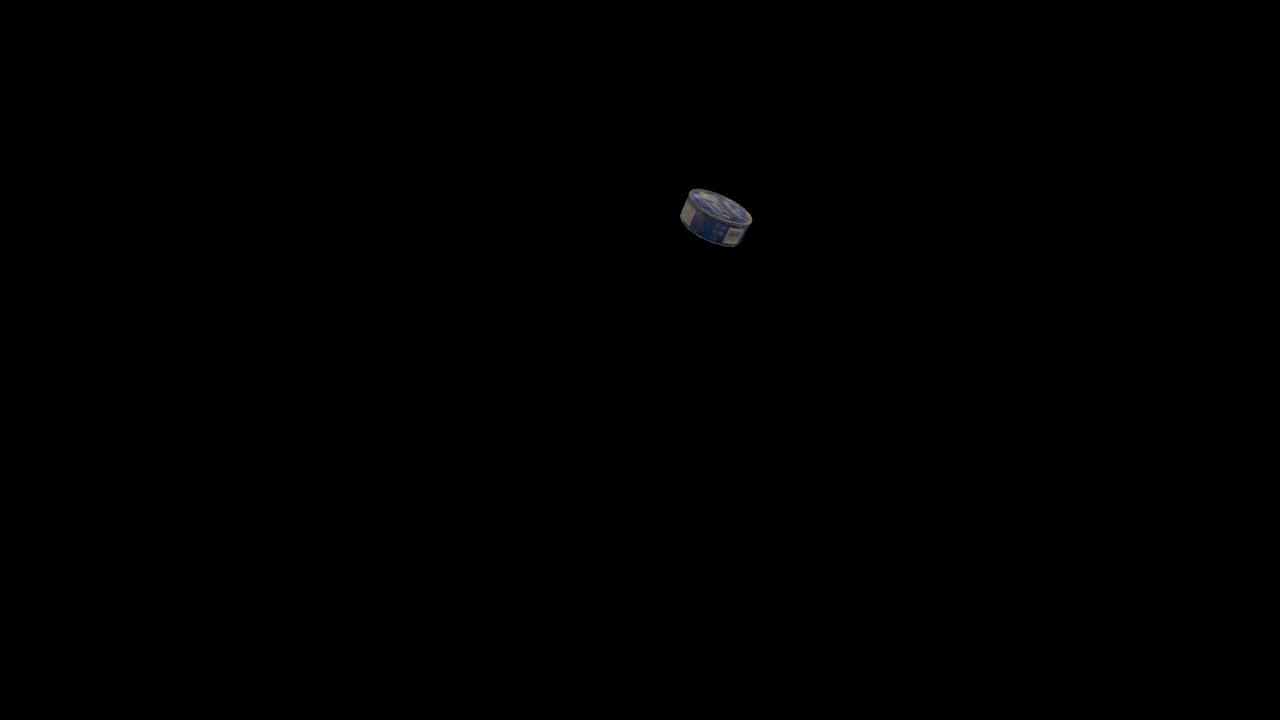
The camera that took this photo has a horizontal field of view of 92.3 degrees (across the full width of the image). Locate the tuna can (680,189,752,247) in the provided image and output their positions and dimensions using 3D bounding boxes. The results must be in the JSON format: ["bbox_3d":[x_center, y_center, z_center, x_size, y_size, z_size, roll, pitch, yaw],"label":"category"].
[{"bbox_3d":[0.092,-0.173,0.749,0.084,0.034,0.084,17,34,-12],"label":"tuna can"}]
